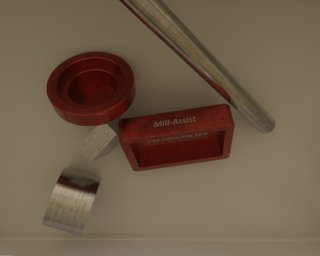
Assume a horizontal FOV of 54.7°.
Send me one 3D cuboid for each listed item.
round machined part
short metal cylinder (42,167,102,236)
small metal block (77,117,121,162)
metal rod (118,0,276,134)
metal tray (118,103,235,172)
[{"bbox_3d":[-0.078,-0.041,0.366,0.099,0.098,0.042,-2,145,0],"label":"round machined part"},{"bbox_3d":[-0.116,0.098,0.416,0.050,0.080,0.079,20,109,-8],"label":"short metal cylinder"},{"bbox_3d":[-0.070,0.013,0.399,0.025,0.050,0.050,46,105,6],"label":"small metal block"},{"bbox_3d":[0.045,-0.068,0.320,0.025,0.025,0.301,-45,130,14],"label":"metal rod"},{"bbox_3d":[0.022,0.015,0.388,0.131,0.030,0.090,-9,149,2],"label":"metal tray"}]
